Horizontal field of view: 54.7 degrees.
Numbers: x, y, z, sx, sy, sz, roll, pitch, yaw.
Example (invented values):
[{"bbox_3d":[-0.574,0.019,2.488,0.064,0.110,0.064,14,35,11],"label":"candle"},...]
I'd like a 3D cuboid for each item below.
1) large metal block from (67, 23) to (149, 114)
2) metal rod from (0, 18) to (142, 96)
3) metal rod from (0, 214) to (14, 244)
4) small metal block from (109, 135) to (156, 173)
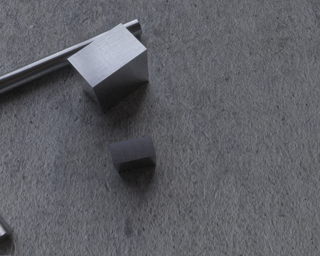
[{"bbox_3d":[-0.063,-0.075,0.405,0.080,0.080,0.050,-39,75,-13],"label":"large metal block"},{"bbox_3d":[-0.165,-0.086,0.437,0.302,0.025,0.025,-26,73,-10],"label":"metal rod"},{"bbox_3d":[-0.288,0.028,0.394,0.300,0.025,0.025,43,75,13],"label":"metal rod"},{"bbox_3d":[-0.032,0.034,0.382,0.050,0.050,0.025,-12,71,-5],"label":"small metal block"}]
